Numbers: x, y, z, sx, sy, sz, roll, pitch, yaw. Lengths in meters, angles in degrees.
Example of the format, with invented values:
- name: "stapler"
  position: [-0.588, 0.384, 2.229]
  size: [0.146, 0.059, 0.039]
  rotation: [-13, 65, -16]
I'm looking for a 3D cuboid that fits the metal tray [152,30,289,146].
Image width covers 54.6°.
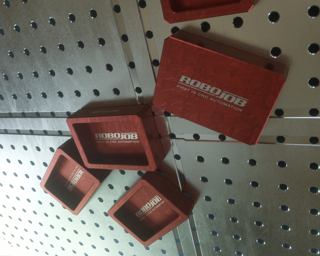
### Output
- name: "metal tray"
  position: [0.062, -0.045, 0.348]
  size: [0.130, 0.030, 0.089]
  rotation: [23, 127, 14]

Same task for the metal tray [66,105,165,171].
- name: "metal tray"
  position: [-0.066, 0.016, 0.452]
  size: [0.130, 0.030, 0.090]
  rotation: [-2, 118, 29]

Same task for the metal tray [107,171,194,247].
- name: "metal tray"
  position: [-0.018, 0.131, 0.498]
  size: [0.090, 0.030, 0.129]
  rotation: [41, 129, -1]

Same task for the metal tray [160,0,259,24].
- name: "metal tray"
  position: [0.037, -0.170, 0.283]
  size: [0.090, 0.030, 0.129]
  rotation: [1, 119, 28]

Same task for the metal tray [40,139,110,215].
- name: "metal tray"
  position: [-0.152, 0.090, 0.544]
  size: [0.090, 0.030, 0.129]
  rotation: [39, 129, 1]
